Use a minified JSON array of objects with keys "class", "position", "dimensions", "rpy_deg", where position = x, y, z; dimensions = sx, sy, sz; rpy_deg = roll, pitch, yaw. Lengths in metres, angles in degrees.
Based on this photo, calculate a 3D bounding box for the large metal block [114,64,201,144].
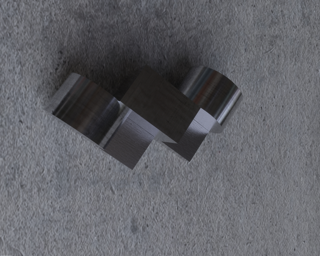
[{"class":"large metal block","position":[-0.011,-0.026,0.378],"dimensions":[0.080,0.080,0.050],"rpy_deg":[37,78,-17]}]

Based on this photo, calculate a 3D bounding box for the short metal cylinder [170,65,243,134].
[{"class":"short metal cylinder","position":[0.059,-0.036,0.403],"dimensions":[0.080,0.080,0.050],"rpy_deg":[37,78,-17]}]

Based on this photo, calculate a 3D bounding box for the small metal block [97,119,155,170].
[{"class":"small metal block","position":[-0.044,0.018,0.395],"dimensions":[0.050,0.025,0.050],"rpy_deg":[37,78,-17]}]

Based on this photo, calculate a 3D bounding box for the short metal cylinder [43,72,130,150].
[{"class":"short metal cylinder","position":[-0.082,-0.018,0.351],"dimensions":[0.080,0.080,0.050],"rpy_deg":[37,78,-17]}]

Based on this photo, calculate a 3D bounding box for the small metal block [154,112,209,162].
[{"class":"small metal block","position":[0.030,0.011,0.422],"dimensions":[0.050,0.025,0.050],"rpy_deg":[37,78,-17]}]
